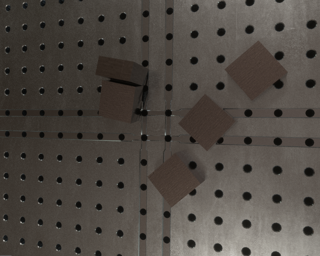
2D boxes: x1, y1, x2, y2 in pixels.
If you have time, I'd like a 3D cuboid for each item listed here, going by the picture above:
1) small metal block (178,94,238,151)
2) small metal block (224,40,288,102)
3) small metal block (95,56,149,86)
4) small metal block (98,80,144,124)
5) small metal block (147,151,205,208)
[{"bbox_3d":[0.061,-0.007,0.391,0.050,0.025,0.050,45,103,14],"label":"small metal block"},{"bbox_3d":[0.115,-0.067,0.372,0.050,0.025,0.050,-41,78,15],"label":"small metal block"},{"bbox_3d":[-0.050,-0.076,0.416,0.050,0.050,0.025,14,94,19],"label":"small metal block"},{"bbox_3d":[-0.054,-0.037,0.426,0.050,0.025,0.050,14,105,19],"label":"small metal block"},{"bbox_3d":[0.021,0.066,0.404,0.050,0.025,0.050,-43,77,14],"label":"small metal block"}]
